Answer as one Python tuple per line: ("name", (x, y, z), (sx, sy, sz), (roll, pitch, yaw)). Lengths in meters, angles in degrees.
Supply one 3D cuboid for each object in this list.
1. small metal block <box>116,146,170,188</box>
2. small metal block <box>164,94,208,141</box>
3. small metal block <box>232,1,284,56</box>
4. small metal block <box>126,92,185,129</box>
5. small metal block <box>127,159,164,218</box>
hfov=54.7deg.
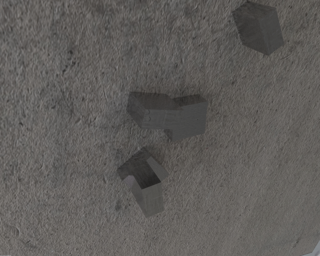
("small metal block", (-0.023, 0.062, 0.432), (0.050, 0.025, 0.050), (-41, 130, 0))
("small metal block", (0.034, -0.014, 0.416), (0.050, 0.025, 0.050), (-13, 124, -22))
("small metal block", (0.120, -0.123, 0.380), (0.025, 0.050, 0.050), (-37, 129, -3))
("small metal block", (-0.007, -0.021, 0.374), (0.050, 0.050, 0.025), (0, 118, -29))
("small metal block", (-0.018, 0.076, 0.395), (0.025, 0.050, 0.050), (-18, 126, -18))
